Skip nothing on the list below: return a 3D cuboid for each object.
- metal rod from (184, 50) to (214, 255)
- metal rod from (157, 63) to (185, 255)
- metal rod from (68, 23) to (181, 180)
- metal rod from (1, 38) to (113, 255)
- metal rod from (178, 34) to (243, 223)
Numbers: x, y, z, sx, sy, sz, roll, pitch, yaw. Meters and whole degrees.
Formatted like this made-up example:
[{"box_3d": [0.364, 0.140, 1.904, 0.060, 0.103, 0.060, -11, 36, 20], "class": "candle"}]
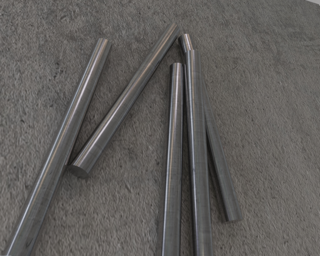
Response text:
[{"box_3d": [0.048, 0.024, 0.400, 0.025, 0.025, 0.299, 12, 61, -22], "class": "metal rod"}, {"box_3d": [0.017, 0.035, 0.391, 0.025, 0.025, 0.300, 17, 55, -19], "class": "metal rod"}, {"box_3d": [-0.032, -0.058, 0.421, 0.025, 0.025, 0.301, 33, 51, -7], "class": "metal rod"}, {"box_3d": [-0.102, 0.005, 0.345, 0.025, 0.025, 0.300, 22, 53, -15], "class": "metal rod"}, {"box_3d": [0.066, -0.016, 0.448, 0.025, 0.025, 0.299, 4, 60, -26], "class": "metal rod"}]
